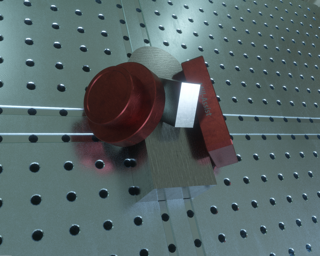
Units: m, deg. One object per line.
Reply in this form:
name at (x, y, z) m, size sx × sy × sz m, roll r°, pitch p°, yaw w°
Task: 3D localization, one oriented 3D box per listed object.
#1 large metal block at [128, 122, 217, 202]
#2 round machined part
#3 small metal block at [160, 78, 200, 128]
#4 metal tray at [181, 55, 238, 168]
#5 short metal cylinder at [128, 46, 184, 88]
large metal block at (0.012, 0.040, 0.373) m, size 0.081 × 0.050 × 0.080 m, roll 2°, pitch 61°, yaw -27°
round machined part at (-0.047, -0.031, 0.350) m, size 0.042 × 0.098 × 0.098 m, roll 29°, pitch 43°, yaw -55°
small metal block at (0.019, -0.031, 0.366) m, size 0.025 × 0.050 × 0.050 m, roll 2°, pitch 103°, yaw -31°
metal tray at (0.067, -0.020, 0.416) m, size 0.030 × 0.090 × 0.130 m, roll -19°, pitch 64°, yaw 11°
short metal cylinder at (-0.012, -0.064, 0.423) m, size 0.081 × 0.050 × 0.080 m, roll 14°, pitch 56°, yaw -21°
